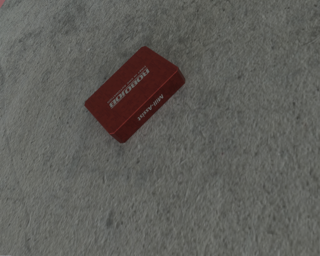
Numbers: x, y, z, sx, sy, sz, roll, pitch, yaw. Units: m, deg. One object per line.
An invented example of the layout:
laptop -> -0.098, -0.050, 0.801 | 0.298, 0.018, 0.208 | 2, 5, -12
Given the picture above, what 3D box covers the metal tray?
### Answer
metal tray -> -0.039, -0.052, 0.454 | 0.130, 0.030, 0.090 | -45, 51, -3
